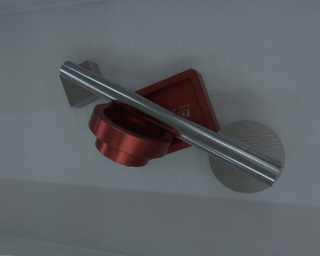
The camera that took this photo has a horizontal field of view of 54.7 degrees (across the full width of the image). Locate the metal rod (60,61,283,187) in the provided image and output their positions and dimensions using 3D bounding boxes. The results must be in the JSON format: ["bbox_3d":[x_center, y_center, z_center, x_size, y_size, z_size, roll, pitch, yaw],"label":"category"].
[{"bbox_3d":[-0.006,-0.016,0.367,0.300,0.025,0.025,28,99,24],"label":"metal rod"}]

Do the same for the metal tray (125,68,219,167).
[{"bbox_3d":[0.003,-0.011,0.404,0.130,0.030,0.090,-20,84,18],"label":"metal tray"}]

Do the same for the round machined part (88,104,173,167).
[{"bbox_3d":[-0.038,0.011,0.369,0.098,0.098,0.042,29,107,17],"label":"round machined part"}]

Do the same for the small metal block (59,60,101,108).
[{"bbox_3d":[-0.110,-0.062,0.446,0.050,0.025,0.050,-23,83,18],"label":"small metal block"}]

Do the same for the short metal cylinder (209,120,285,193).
[{"bbox_3d":[0.101,0.031,0.360,0.080,0.050,0.079,0,90,19],"label":"short metal cylinder"}]
